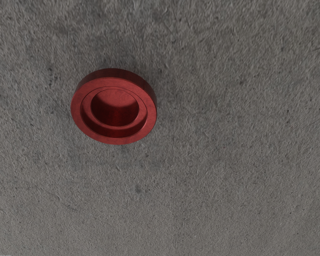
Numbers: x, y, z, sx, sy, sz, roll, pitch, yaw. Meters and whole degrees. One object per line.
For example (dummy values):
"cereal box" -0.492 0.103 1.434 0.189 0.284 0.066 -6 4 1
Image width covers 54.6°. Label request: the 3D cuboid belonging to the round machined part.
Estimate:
"round machined part" -0.052 -0.029 0.371 0.099 0.042 0.097 0 130 0
